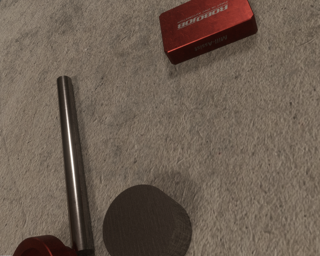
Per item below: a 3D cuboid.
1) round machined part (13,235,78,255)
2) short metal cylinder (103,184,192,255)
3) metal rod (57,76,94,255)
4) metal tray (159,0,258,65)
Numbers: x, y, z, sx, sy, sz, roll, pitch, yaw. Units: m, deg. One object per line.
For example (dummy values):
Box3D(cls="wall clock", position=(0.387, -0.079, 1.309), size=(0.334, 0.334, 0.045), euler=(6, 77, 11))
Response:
Box3D(cls="round machined part", position=(-0.121, 0.168, 0.338), size=(0.098, 0.042, 0.097), euler=(-8, 77, 37))
Box3D(cls="short metal cylinder", position=(-0.013, 0.106, 0.328), size=(0.080, 0.050, 0.080), euler=(-13, 56, 20))
Box3D(cls="metal rod", position=(-0.128, 0.032, 0.449), size=(0.025, 0.025, 0.299), euler=(-27, 52, 11))
Box3D(cls="metal tray", position=(0.067, -0.156, 0.460), size=(0.130, 0.030, 0.090), euler=(-18, 55, 17))
